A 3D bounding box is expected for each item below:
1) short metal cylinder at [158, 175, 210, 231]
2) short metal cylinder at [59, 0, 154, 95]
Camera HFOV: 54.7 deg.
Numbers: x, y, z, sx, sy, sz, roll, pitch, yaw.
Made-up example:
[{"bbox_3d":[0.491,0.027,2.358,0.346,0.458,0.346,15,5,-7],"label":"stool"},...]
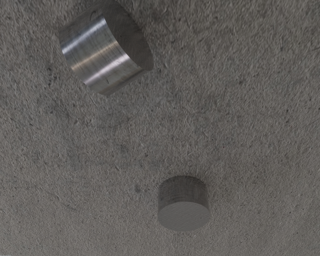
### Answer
[{"bbox_3d":[0.037,0.121,0.494,0.081,0.050,0.079,0,130,0],"label":"short metal cylinder"},{"bbox_3d":[-0.050,-0.079,0.303,0.050,0.080,0.080,-28,125,21],"label":"short metal cylinder"}]
